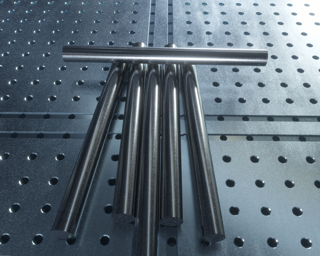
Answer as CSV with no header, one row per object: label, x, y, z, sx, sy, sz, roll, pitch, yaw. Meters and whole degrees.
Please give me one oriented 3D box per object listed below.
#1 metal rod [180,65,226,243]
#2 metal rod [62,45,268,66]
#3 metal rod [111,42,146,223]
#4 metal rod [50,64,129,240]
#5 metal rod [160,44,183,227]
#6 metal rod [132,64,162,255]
metal rod,0.048,-0.003,0.411,0.025,0.025,0.300,-2,50,-1
metal rod,0.007,-0.109,0.467,0.302,0.025,0.025,1,50,1
metal rod,-0.037,-0.019,0.424,0.025,0.025,0.300,1,50,1
metal rod,-0.079,-0.005,0.410,0.025,0.025,0.300,6,50,5
metal rod,0.015,-0.016,0.423,0.025,0.025,0.300,1,50,1
metal rod,-0.012,0.024,0.388,0.025,0.025,0.300,1,50,1
